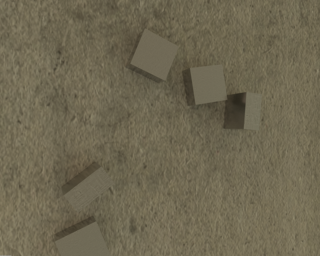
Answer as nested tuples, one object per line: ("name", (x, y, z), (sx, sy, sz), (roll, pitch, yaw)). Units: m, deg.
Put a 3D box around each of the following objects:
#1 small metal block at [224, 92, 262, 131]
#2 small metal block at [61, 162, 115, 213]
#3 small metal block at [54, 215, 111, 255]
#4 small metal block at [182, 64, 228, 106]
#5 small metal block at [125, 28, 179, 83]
("small metal block", (0.117, -0.023, 0.440), (0.025, 0.050, 0.050), (5, 88, -20))
("small metal block", (-0.086, 0.067, 0.365), (0.050, 0.050, 0.025), (-38, 103, -16))
("small metal block", (-0.094, 0.143, 0.375), (0.050, 0.025, 0.050), (-23, 98, -19))
("small metal block", (0.063, -0.060, 0.433), (0.050, 0.025, 0.050), (-10, 94, -20))
("small metal block", (-0.010, -0.093, 0.406), (0.050, 0.025, 0.050), (24, 82, -19))
